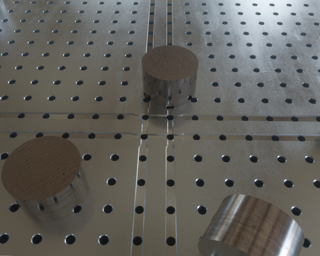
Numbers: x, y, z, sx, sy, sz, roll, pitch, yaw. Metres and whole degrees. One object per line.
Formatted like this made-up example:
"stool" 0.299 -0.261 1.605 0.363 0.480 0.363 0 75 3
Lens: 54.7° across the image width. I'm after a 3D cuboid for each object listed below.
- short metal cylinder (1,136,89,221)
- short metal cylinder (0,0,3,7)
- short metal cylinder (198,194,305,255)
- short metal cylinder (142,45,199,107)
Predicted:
"short metal cylinder" -0.124 0.055 0.344 0.081 0.050 0.080 0 50 0
"short metal cylinder" -0.363 -0.268 0.614 0.081 0.050 0.080 0 50 0
"short metal cylinder" 0.082 0.107 0.283 0.080 0.080 0.050 26 55 20
"short metal cylinder" 0.014 -0.078 0.456 0.081 0.050 0.080 0 50 0
